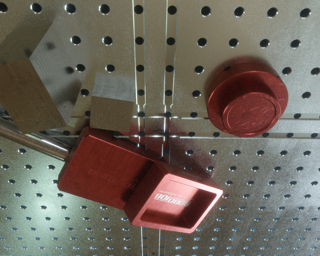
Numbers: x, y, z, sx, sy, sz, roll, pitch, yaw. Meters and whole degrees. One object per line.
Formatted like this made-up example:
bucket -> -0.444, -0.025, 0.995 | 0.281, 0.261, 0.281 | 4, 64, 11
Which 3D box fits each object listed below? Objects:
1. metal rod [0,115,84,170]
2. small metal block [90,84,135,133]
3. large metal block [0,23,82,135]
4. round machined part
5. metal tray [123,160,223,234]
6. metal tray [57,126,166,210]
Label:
metal rod -> -0.158, 0.023, 0.428 | 0.301, 0.025, 0.025 | 27, 125, -22
small metal block -> -0.060, -0.024, 0.390 | 0.050, 0.025, 0.050 | 8, 130, -7
large metal block -> -0.130, -0.053, 0.329 | 0.050, 0.080, 0.080 | -11, 130, 8
round machined part -> 0.107, -0.026, 0.380 | 0.099, 0.042, 0.097 | -1, 130, 0
metal tray -> 0.023, 0.105, 0.454 | 0.131, 0.030, 0.090 | 24, 105, -40
metal tray -> -0.065, 0.063, 0.438 | 0.131, 0.030, 0.090 | 24, 105, -23
